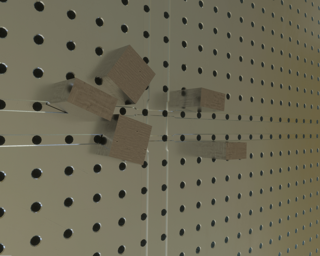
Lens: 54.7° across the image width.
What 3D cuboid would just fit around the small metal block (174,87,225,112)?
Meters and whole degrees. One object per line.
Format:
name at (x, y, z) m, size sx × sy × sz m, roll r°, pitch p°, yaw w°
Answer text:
small metal block at (0.057, -0.039, 0.443) m, size 0.050 × 0.050 × 0.025 m, roll 8°, pitch 85°, yaw -40°

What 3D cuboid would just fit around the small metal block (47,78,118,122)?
small metal block at (-0.082, -0.028, 0.326) m, size 0.050 × 0.050 × 0.025 m, roll 27°, pitch 73°, yaw -37°

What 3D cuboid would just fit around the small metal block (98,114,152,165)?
small metal block at (-0.042, 0.015, 0.376) m, size 0.050 × 0.025 × 0.050 m, roll 21°, pitch 77°, yaw -38°

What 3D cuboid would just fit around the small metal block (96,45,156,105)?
small metal block at (-0.040, -0.064, 0.377) m, size 0.050 × 0.025 × 0.050 m, roll 45°, pitch 63°, yaw -31°

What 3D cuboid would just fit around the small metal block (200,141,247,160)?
small metal block at (0.097, 0.034, 0.477) m, size 0.050 × 0.050 × 0.025 m, roll 2°, pitch 89°, yaw -40°
